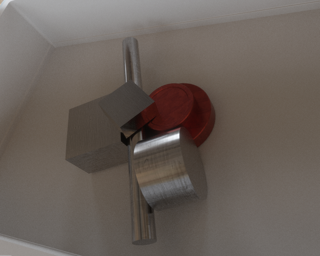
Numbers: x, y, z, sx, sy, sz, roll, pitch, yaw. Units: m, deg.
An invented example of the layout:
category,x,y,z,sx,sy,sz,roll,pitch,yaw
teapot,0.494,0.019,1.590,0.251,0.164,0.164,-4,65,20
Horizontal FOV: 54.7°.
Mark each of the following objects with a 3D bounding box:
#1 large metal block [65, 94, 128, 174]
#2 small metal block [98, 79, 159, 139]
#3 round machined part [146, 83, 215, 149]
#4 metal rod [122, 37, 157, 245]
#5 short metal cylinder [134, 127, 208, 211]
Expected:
category,x,y,z,sx,sy,sz,roll,pitch,yaw
large metal block,-0.076,0.006,0.419,0.080,0.050,0.080,-19,55,17
small metal block,-0.038,-0.024,0.375,0.050,0.025,0.050,-38,57,-12
round machined part,0.017,-0.018,0.393,0.098,0.042,0.098,-13,56,20
metal rod,-0.031,-0.008,0.396,0.025,0.025,0.299,-19,54,17
short metal cylinder,0.013,0.044,0.333,0.050,0.080,0.080,-19,55,17
